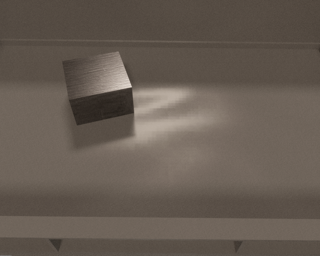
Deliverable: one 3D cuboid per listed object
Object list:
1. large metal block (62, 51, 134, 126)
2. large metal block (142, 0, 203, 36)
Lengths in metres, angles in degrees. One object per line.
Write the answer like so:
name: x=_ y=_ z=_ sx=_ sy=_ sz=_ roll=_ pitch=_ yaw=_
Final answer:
large metal block: x=-0.087 y=-0.057 z=0.436 sx=0.081 sy=0.050 sz=0.080 roll=-13 pitch=51 yaw=-11
large metal block: x=0.024 y=-0.227 z=0.582 sx=0.080 sy=0.050 sz=0.080 roll=32 pitch=57 yaw=24
